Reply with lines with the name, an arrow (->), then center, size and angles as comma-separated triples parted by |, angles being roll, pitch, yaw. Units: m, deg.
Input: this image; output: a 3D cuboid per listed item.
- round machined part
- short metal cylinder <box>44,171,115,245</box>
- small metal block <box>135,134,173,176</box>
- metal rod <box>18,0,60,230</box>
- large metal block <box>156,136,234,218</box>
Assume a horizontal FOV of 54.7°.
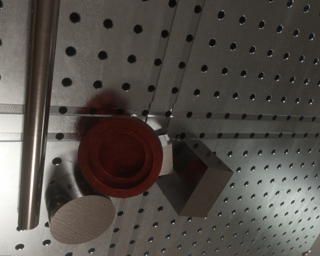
round machined part -> -0.045, 0.032, 0.377 | 0.099, 0.042, 0.097 | 1, 103, 3
short metal cylinder -> -0.105, 0.103, 0.403 | 0.081, 0.050, 0.079 | -14, 125, -21
small metal block -> -0.010, 0.040, 0.426 | 0.050, 0.025, 0.050 | -10, 124, -10
metal rod -> -0.133, -0.010, 0.333 | 0.025, 0.025, 0.298 | 0, 118, -29
large metal block -> 0.045, 0.069, 0.445 | 0.050, 0.080, 0.080 | 16, 110, -36
